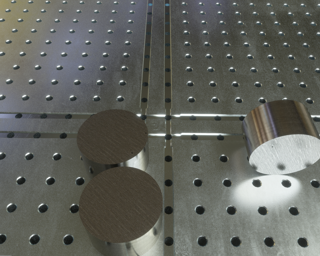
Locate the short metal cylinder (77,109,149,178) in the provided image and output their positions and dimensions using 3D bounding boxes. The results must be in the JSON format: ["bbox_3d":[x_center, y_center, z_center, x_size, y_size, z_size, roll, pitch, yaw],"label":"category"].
[{"bbox_3d":[-0.054,0.024,0.371,0.081,0.050,0.080,0,50,0],"label":"short metal cylinder"}]

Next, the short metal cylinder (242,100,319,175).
[{"bbox_3d":[0.141,0.013,0.363,0.081,0.080,0.050,0,50,-1],"label":"short metal cylinder"}]

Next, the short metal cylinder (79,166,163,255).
[{"bbox_3d":[-0.038,0.087,0.318,0.081,0.050,0.080,0,50,0],"label":"short metal cylinder"}]
